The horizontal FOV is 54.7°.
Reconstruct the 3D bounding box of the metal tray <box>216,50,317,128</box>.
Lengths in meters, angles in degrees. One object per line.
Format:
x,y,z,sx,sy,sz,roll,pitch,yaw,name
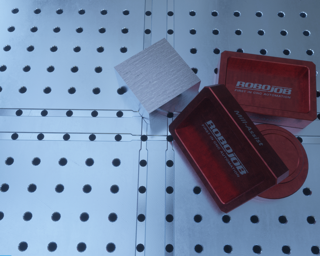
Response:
0.144,-0.054,0.429,0.131,0.030,0.090,8,70,3,metal tray

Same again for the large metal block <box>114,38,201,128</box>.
-0.004,-0.061,0.421,0.080,0.050,0.080,-33,74,-11,large metal block

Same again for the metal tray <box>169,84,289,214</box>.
0.075,0.024,0.368,0.030,0.090,0.130,-16,67,-43,metal tray

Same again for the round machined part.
0.137,0.040,0.389,0.099,0.042,0.098,0,70,0,round machined part
